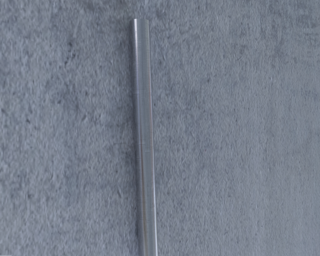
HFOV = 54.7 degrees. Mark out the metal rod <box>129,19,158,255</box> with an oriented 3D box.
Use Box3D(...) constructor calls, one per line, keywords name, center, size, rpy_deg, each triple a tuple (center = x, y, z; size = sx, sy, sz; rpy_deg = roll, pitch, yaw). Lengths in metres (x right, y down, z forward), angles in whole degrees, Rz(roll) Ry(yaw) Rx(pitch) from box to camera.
Box3D(name="metal rod", center=(-0.020, 0.017, 0.389), size=(0.025, 0.025, 0.298), rpy_deg=(-4, 93, -40))
